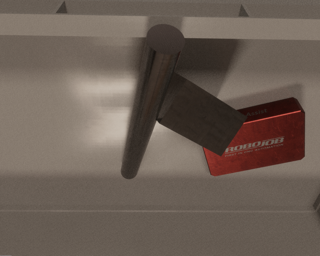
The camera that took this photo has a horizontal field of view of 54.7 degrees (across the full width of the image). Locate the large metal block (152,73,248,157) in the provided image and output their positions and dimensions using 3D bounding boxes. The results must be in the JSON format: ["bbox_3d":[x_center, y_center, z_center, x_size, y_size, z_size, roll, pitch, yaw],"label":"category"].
[{"bbox_3d":[0.035,-0.021,0.347,0.080,0.080,0.050,28,100,-22],"label":"large metal block"}]

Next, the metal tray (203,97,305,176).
[{"bbox_3d":[0.124,0.015,0.421,0.131,0.030,0.090,-13,129,10],"label":"metal tray"}]

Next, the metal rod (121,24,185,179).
[{"bbox_3d":[-0.021,0.004,0.333,0.025,0.025,0.299,8,155,-7],"label":"metal rod"}]
